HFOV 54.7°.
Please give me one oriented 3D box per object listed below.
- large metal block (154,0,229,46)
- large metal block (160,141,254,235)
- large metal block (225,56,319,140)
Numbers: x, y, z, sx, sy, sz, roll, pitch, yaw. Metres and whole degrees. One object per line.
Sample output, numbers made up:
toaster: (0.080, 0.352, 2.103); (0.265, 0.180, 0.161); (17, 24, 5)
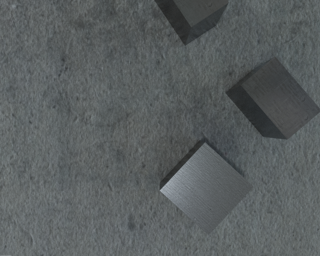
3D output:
large metal block: (0.033, -0.159, 0.383); (0.050, 0.080, 0.080); (-34, 90, 0)
large metal block: (0.056, 0.073, 0.398); (0.080, 0.050, 0.080); (43, 90, -1)
large metal block: (0.135, -0.034, 0.384); (0.050, 0.080, 0.080); (-41, 91, 0)
